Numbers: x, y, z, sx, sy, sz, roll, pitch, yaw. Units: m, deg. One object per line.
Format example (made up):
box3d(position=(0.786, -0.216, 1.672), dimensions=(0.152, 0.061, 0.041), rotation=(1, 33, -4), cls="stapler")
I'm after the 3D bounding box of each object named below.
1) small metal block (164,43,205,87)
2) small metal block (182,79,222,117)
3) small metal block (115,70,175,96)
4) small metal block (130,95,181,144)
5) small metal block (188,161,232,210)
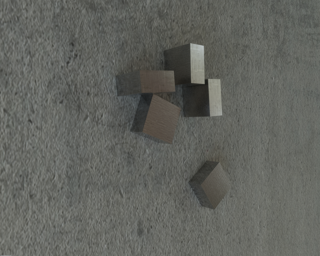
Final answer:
box3d(position=(0.032, -0.082, 0.415), dimensions=(0.025, 0.050, 0.050), rotation=(-3, 92, -40), cls="small metal block")
box3d(position=(0.059, -0.041, 0.437), dimensions=(0.025, 0.050, 0.050), rotation=(-6, 94, -40), cls="small metal block")
box3d(position=(-0.018, -0.053, 0.373), dimensions=(0.050, 0.050, 0.025), rotation=(-8, 95, -40), cls="small metal block")
box3d(position=(-0.005, -0.011, 0.400), dimensions=(0.050, 0.025, 0.050), rotation=(24, 75, -38), cls="small metal block")
box3d(position=(0.077, 0.086, 0.469), dimensions=(0.050, 0.025, 0.050), rotation=(-44, 116, -31), cls="small metal block")
